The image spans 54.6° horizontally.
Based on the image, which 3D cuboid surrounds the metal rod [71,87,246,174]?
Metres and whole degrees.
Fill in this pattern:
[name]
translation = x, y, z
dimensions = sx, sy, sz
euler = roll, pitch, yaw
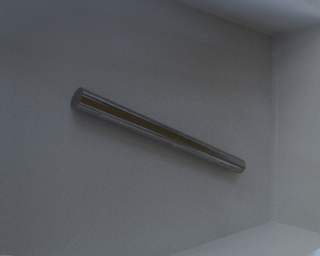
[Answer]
[metal rod]
translation = 0.021, 0.016, 0.421
dimensions = 0.302, 0.025, 0.025
euler = 23, 75, -37
